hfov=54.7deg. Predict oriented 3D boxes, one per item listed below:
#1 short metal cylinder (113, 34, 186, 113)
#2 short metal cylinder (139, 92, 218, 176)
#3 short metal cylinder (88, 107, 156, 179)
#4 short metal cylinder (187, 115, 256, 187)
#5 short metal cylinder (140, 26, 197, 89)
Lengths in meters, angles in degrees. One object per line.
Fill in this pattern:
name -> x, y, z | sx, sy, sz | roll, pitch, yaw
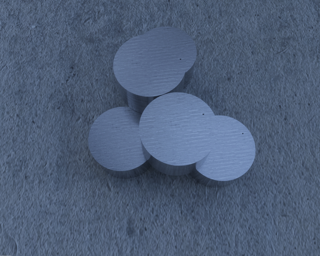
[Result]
short metal cylinder -> -0.011, -0.062, 0.365 | 0.080, 0.050, 0.080 | 0, 70, 0
short metal cylinder -> 0.019, 0.008, 0.339 | 0.081, 0.050, 0.080 | 0, 70, -1
short metal cylinder -> -0.044, 0.020, 0.388 | 0.081, 0.050, 0.080 | 0, 70, 0
short metal cylinder -> 0.071, 0.030, 0.385 | 0.081, 0.050, 0.080 | 0, 70, 0
short metal cylinder -> 0.008, -0.092, 0.430 | 0.081, 0.050, 0.080 | 0, 70, 0
